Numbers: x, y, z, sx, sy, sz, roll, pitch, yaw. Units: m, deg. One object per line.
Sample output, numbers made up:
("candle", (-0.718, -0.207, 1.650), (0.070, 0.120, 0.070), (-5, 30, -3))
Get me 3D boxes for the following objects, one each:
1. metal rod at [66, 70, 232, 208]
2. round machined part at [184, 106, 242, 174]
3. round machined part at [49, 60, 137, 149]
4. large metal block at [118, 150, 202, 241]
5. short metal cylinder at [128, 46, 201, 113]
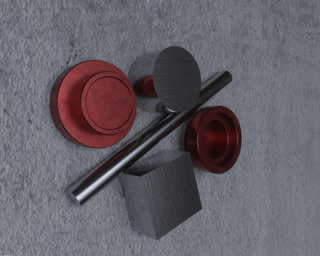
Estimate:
("metal rod", (0.006, -0.003, 0.413), (0.302, 0.025, 0.025), (-39, 114, -33))
("round machined part", (0.074, 0.017, 0.457), (0.099, 0.042, 0.097), (0, 90, -40))
("round machined part", (-0.065, -0.026, 0.340), (0.099, 0.042, 0.097), (0, 90, -40))
("large metal block", (0.001, 0.079, 0.392), (0.081, 0.050, 0.080), (-22, 104, -38))
("short metal cylinder", (0.007, -0.059, 0.395), (0.081, 0.050, 0.079), (0, 90, -40))
